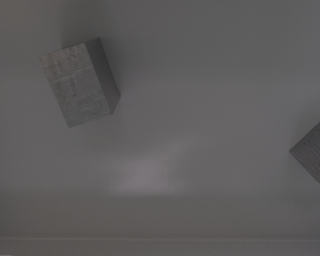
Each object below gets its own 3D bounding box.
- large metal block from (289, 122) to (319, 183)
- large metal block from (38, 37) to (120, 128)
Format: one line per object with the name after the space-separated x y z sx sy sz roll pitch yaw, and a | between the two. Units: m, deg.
0.227 0.032 0.396 0.050 0.080 0.080 37 106 -13 | large metal block
-0.087 -0.056 0.360 0.050 0.080 0.080 -16 110 6 | large metal block
